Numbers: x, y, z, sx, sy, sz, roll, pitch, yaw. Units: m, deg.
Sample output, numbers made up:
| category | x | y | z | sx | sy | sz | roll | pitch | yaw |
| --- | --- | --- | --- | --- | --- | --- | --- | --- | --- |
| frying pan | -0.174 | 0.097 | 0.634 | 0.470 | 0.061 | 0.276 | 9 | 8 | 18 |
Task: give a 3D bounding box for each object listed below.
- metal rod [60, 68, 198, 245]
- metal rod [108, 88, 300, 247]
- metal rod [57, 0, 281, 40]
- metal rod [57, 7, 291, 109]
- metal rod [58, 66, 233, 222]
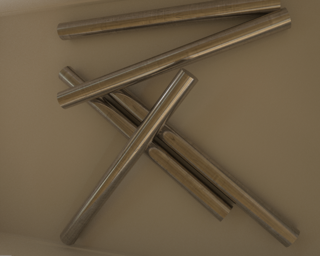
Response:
| category | x | y | z | sx | sy | sz | roll | pitch | yaw |
| --- | --- | --- | --- | --- | --- | --- | --- | --- | --- |
| metal rod | -0.051 | 0.050 | 0.405 | 0.025 | 0.025 | 0.299 | 43 | 111 | 14 |
| metal rod | 0.042 | 0.034 | 0.394 | 0.300 | 0.025 | 0.025 | 40 | 103 | 15 |
| metal rod | -0.002 | -0.145 | 0.410 | 0.301 | 0.025 | 0.025 | -1 | 90 | 19 |
| metal rod | 0.007 | -0.082 | 0.390 | 0.301 | 0.025 | 0.025 | -18 | 84 | 12 |
| metal rod | -0.029 | 0.012 | 0.419 | 0.300 | 0.025 | 0.025 | 40 | 103 | 15 |
